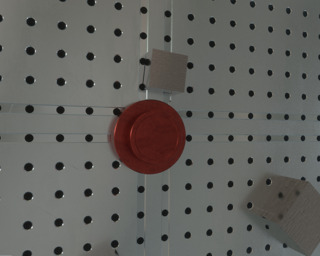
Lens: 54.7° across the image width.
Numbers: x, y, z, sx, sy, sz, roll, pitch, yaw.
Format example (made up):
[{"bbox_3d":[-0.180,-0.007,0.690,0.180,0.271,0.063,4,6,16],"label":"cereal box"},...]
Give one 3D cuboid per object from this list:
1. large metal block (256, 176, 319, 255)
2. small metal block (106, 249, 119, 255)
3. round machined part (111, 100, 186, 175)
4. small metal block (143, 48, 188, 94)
[{"bbox_3d":[0.212,0.135,0.480,0.080,0.050,0.080,46,75,-15],"label":"large metal block"},{"bbox_3d":[-0.065,0.182,0.376,0.050,0.050,0.025,-29,100,-18],"label":"small metal block"},{"bbox_3d":[-0.011,0.012,0.401,0.099,0.042,0.097,0,90,-20],"label":"round machined part"},{"bbox_3d":[0.007,-0.075,0.416,0.050,0.025,0.050,7,88,-20],"label":"small metal block"}]
